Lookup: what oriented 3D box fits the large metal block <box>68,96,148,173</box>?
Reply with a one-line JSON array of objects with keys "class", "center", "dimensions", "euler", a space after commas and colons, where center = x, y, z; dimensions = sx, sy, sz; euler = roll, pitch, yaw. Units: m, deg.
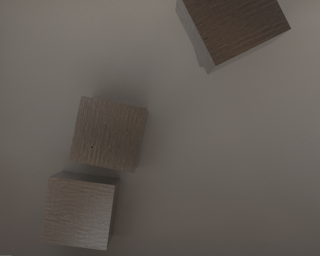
[{"class": "large metal block", "center": [-0.063, 0.008, 0.398], "dimensions": [0.080, 0.050, 0.080], "euler": [11, 90, 0]}]

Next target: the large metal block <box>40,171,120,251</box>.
[{"class": "large metal block", "center": [-0.099, 0.103, 0.398], "dimensions": [0.080, 0.050, 0.080], "euler": [7, 90, 0]}]

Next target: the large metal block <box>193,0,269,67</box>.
[{"class": "large metal block", "center": [0.085, -0.119, 0.384], "dimensions": [0.080, 0.080, 0.050], "euler": [-18, 90, 0]}]

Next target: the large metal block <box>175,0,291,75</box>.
[{"class": "large metal block", "center": [0.071, -0.112, 0.319], "dimensions": [0.080, 0.050, 0.080], "euler": [-27, 90, 0]}]
